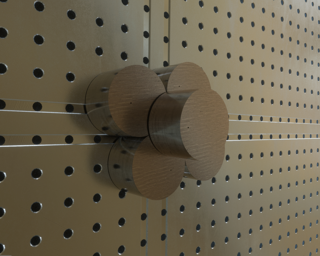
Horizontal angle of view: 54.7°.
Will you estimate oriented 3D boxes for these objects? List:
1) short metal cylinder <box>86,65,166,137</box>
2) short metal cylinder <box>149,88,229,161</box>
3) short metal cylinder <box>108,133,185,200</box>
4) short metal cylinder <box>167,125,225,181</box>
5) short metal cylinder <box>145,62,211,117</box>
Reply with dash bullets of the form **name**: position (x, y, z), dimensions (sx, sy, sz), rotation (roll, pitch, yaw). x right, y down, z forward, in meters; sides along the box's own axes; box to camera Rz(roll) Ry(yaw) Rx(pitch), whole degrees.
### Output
- **short metal cylinder**: position (-0.038, -0.030, 0.361), dimensions (0.081, 0.050, 0.079), rotation (0, 90, -40)
- **short metal cylinder**: position (0.034, -0.004, 0.356), dimensions (0.081, 0.050, 0.079), rotation (-2, 93, -41)
- **short metal cylinder**: position (-0.016, 0.044, 0.381), dimensions (0.081, 0.050, 0.079), rotation (0, 90, -40)
- **short metal cylinder**: position (0.045, 0.030, 0.432), dimensions (0.081, 0.050, 0.079), rotation (0, 90, -40)
- **short metal cylinder**: position (0.023, -0.044, 0.413), dimensions (0.081, 0.050, 0.079), rotation (0, 90, -40)
